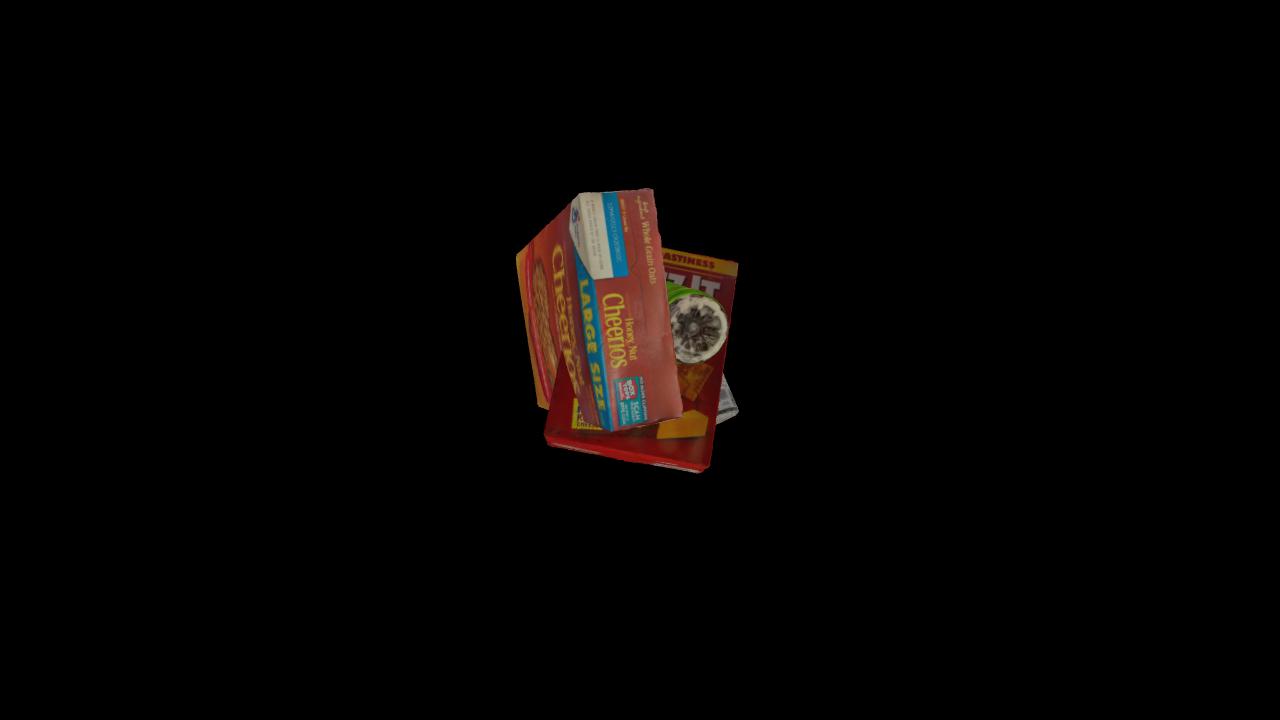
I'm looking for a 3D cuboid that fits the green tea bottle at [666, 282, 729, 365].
[{"bbox_3d":[0.030,-0.052,0.651,0.073,0.073,0.212,0,15,-11],"label":"green tea bottle"}]

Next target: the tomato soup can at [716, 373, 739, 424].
[{"bbox_3d":[0.069,0.028,0.735,0.068,0.101,0.068,-20,-16,-6],"label":"tomato soup can"}]

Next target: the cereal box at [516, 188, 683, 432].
[{"bbox_3d":[-0.059,-0.043,0.652,0.081,0.203,0.306,-9,3,-20],"label":"cereal box"}]

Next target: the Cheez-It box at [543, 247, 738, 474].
[{"bbox_3d":[0.004,-0.007,0.640,0.166,0.223,0.071,11,-17,-3],"label":"Cheez-It box"}]
